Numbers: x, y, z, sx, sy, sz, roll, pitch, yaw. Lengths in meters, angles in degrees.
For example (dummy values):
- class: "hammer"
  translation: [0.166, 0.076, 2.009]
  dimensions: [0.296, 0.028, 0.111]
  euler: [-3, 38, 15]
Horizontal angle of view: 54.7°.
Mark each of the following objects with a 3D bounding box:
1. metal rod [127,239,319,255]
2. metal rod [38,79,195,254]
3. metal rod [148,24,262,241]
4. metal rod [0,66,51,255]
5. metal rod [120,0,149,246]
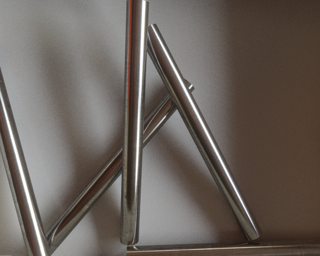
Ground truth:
- class: "metal rod"
  translation: [0.109, 0.162, 0.405]
  dimensions: [0.302, 0.025, 0.025]
  euler: [-1, 90, -3]
- class: "metal rod"
  translation: [-0.061, 0.053, 0.410]
  dimensions: [0.025, 0.025, 0.300]
  euler: [41, 90, 0]
- class: "metal rod"
  translation: [0.054, 0.011, 0.393]
  dimensions: [0.025, 0.025, 0.299]
  euler: [-28, 97, 0]
- class: "metal rod"
  translation: [-0.190, 0.027, 0.396]
  dimensions: [0.025, 0.025, 0.299]
  euler: [-17, 85, 0]
- class: "metal rod"
  translation: [-0.033, 0.004, 0.379]
  dimensions: [0.025, 0.025, 0.298]
  euler: [3, 103, 0]
